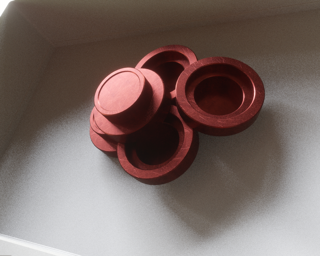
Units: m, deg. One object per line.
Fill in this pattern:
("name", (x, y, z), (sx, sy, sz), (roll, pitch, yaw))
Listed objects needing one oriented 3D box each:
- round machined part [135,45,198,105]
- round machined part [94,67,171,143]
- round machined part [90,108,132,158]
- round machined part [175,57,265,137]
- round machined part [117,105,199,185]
("round machined part", (0.012, -0.063, 0.424), (0.098, 0.042, 0.098), (-13, 56, 20))
("round machined part", (-0.040, -0.034, 0.377), (0.098, 0.042, 0.098), (-13, 56, 20))
("round machined part", (-0.056, -0.012, 0.426), (0.098, 0.042, 0.098), (-13, 56, 20))
("round machined part", (0.068, -0.033, 0.363), (0.099, 0.042, 0.098), (-2, 61, 3))
("round machined part", (0.001, 0.023, 0.376), (0.098, 0.042, 0.098), (-13, 56, 20))
